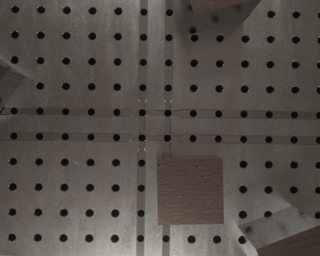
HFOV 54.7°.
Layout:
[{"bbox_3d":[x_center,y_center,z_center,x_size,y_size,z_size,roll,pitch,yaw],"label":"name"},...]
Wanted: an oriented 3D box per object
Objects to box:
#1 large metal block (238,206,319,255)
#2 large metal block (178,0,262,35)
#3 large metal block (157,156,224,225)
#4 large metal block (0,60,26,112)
[{"bbox_3d":[0.154,0.145,0.388,0.080,0.080,0.050,-21,90,0],"label":"large metal block"},{"bbox_3d":[0.071,-0.161,0.387,0.080,0.080,0.050,-14,90,0],"label":"large metal block"},{"bbox_3d":[0.037,0.078,0.401,0.081,0.050,0.079,-1,90,-1],"label":"large metal block"},{"bbox_3d":[-0.240,-0.061,0.398,0.080,0.050,0.080,35,90,-1],"label":"large metal block"}]
